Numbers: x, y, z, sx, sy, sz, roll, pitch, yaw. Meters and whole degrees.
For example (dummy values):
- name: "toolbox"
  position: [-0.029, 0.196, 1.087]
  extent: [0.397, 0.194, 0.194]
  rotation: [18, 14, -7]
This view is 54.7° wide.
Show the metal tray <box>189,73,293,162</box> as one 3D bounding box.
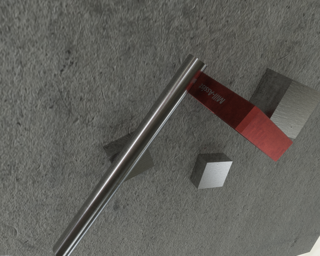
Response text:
- name: "metal tray"
  position: [0.087, -0.020, 0.376]
  extent: [0.090, 0.130, 0.030]
  rotation: [32, 100, -39]

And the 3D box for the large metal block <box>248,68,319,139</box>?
- name: "large metal block"
  position: [0.186, -0.036, 0.473]
  extent: [0.081, 0.050, 0.079]
  rotation: [12, 112, -34]

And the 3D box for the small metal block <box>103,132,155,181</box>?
- name: "small metal block"
  position: [-0.041, 0.038, 0.409]
  extent: [0.050, 0.025, 0.050]
  rotation: [-27, 128, -12]

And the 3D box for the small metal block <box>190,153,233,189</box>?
- name: "small metal block"
  position: [0.081, 0.068, 0.496]
  extent: [0.050, 0.025, 0.050]
  rotation: [1, 118, -29]

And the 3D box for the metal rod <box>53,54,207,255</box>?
- name: "metal rod"
  position: [-0.042, 0.042, 0.378]
  extent: [0.025, 0.025, 0.299]
  rotation: [28, 103, -38]
